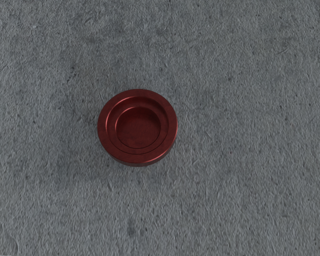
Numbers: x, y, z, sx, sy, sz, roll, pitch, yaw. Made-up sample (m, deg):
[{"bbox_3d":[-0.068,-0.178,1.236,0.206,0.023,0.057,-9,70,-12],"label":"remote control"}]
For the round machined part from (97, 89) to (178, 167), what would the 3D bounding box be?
[{"bbox_3d":[-0.027,0.002,0.398,0.099,0.042,0.098,0,70,0],"label":"round machined part"}]
